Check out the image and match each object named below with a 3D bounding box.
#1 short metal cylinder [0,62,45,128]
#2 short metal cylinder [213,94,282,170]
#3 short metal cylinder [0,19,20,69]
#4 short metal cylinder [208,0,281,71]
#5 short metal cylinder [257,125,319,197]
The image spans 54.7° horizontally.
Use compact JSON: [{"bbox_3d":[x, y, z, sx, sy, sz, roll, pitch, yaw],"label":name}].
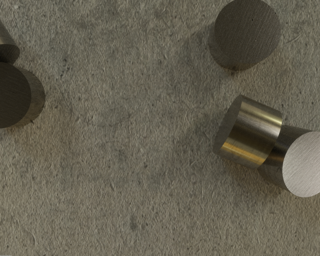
[{"bbox_3d":[-0.195,-0.041,0.393,0.081,0.050,0.079,0,93,-2],"label":"short metal cylinder"},{"bbox_3d":[0.106,0.005,0.383,0.050,0.080,0.080,24,90,0],"label":"short metal cylinder"},{"bbox_3d":[-0.224,-0.100,0.381,0.080,0.080,0.050,-32,90,0],"label":"short metal cylinder"},{"bbox_3d":[0.106,-0.118,0.398,0.081,0.050,0.080,0,90,0],"label":"short metal cylinder"},{"bbox_3d":[0.169,0.039,0.386,0.081,0.050,0.079,-3,100,-19],"label":"short metal cylinder"}]
